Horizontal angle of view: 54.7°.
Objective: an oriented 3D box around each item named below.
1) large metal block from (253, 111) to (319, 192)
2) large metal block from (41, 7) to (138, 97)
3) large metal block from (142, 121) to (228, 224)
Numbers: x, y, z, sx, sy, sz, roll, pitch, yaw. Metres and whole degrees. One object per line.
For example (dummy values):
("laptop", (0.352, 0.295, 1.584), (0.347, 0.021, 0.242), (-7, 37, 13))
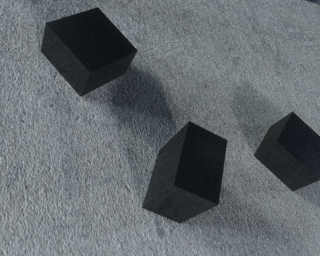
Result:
("large metal block", (0.204, 0.035, 0.476), (0.080, 0.050, 0.080), (43, 51, 1))
("large metal block", (-0.091, -0.099, 0.399), (0.080, 0.050, 0.080), (48, 51, 5))
("large metal block", (0.028, 0.052, 0.351), (0.050, 0.080, 0.080), (26, 53, -12))
